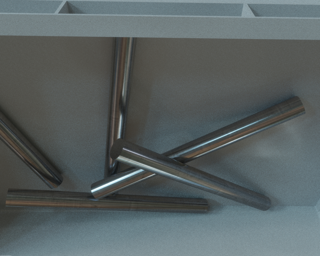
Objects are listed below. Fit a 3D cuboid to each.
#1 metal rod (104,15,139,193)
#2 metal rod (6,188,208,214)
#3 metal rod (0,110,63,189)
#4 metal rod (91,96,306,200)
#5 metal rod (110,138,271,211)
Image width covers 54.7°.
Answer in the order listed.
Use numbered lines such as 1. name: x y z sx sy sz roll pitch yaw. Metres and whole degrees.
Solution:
1. metal rod: -0.057 0.002 0.409 0.025 0.025 0.298 7 130 -6
2. metal rod: -0.066 0.113 0.472 0.302 0.025 0.025 8 131 -20
3. metal rod: -0.218 -0.021 0.388 0.025 0.025 0.299 -18 128 14
4. metal rod: 0.041 0.031 0.417 0.301 0.025 0.025 -24 126 12
5. metal rod: 0.063 0.075 0.432 0.302 0.025 0.025 25 127 -35
